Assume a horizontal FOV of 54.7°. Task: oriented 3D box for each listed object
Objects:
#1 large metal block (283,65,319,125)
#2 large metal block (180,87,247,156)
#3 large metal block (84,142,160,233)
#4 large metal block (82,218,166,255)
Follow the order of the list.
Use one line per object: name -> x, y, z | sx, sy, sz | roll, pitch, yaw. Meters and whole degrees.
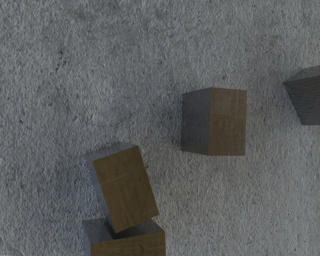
large metal block -> 0.249, -0.051, 0.472 | 0.050, 0.080, 0.080 | -32, 101, -17
large metal block -> 0.067, -0.007, 0.404 | 0.050, 0.080, 0.080 | 2, 90, -20
large metal block -> -0.048, 0.064, 0.362 | 0.050, 0.080, 0.080 | -19, 97, -19
large metal block -> -0.045, 0.139, 0.363 | 0.081, 0.080, 0.050 | -3, 91, -20
